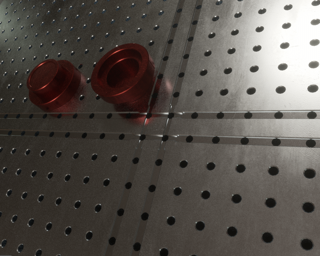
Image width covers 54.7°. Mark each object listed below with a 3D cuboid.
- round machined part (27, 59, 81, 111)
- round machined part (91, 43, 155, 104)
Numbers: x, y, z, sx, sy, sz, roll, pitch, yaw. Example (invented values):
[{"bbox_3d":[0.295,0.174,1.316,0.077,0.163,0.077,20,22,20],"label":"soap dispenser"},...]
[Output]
[{"bbox_3d":[-0.194,-0.083,0.547,0.098,0.042,0.098,-13,56,20],"label":"round machined part"},{"bbox_3d":[-0.052,-0.077,0.470,0.098,0.042,0.098,-13,56,20],"label":"round machined part"}]
